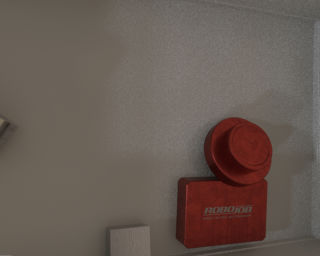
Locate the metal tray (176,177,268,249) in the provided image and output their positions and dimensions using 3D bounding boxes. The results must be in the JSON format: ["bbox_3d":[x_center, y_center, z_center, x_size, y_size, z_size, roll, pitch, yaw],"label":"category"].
[{"bbox_3d":[0.090,0.117,0.443,0.131,0.030,0.089,2,89,-21],"label":"metal tray"}]

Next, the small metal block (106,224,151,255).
[{"bbox_3d":[-0.040,0.151,0.393,0.050,0.025,0.050,1,81,-21],"label":"small metal block"}]

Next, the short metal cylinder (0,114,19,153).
[{"bbox_3d":[-0.193,-0.002,0.310,0.080,0.080,0.050,35,79,-17],"label":"short metal cylinder"}]

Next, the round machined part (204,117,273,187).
[{"bbox_3d":[0.115,0.030,0.429,0.099,0.042,0.098,8,67,-18],"label":"round machined part"}]
